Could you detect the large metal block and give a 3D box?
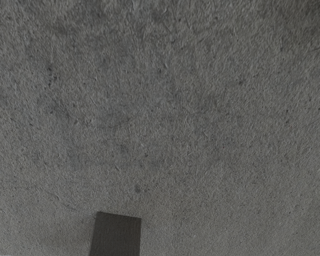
[{"bbox_3d":[-0.079,0.200,0.540,0.081,0.080,0.050,12,129,-11],"label":"large metal block"}]
